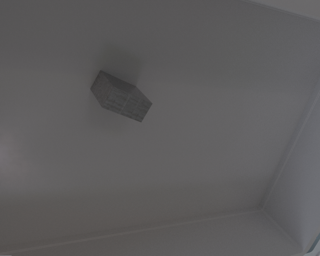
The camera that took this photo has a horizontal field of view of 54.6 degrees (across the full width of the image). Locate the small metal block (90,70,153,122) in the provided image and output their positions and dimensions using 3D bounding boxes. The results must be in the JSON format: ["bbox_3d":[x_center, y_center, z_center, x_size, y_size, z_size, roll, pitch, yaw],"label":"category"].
[{"bbox_3d":[-0.044,-0.036,0.346,0.050,0.050,0.025,21,107,-36],"label":"small metal block"}]
